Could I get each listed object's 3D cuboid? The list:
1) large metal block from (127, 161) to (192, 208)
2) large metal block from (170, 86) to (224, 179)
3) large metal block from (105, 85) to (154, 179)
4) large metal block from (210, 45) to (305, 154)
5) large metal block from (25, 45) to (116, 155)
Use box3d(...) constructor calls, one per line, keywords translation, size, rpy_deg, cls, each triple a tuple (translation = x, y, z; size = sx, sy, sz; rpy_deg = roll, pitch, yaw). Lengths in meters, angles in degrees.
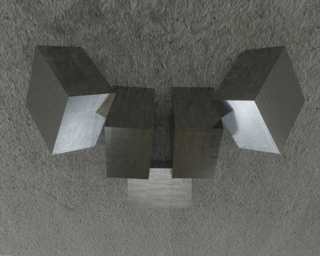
box3d(translation=(-0.001, 0.075, 0.428), size=(0.081, 0.080, 0.050), rpy_deg=(1, 91, -1), cls="large metal block")
box3d(translation=(0.040, 0.005, 0.378), size=(0.050, 0.080, 0.079), rpy_deg=(1, 130, -1), cls="large metal block")
box3d(translation=(-0.035, 0.005, 0.376), size=(0.050, 0.080, 0.079), rpy_deg=(4, 130, -4), cls="large metal block")
box3d(translation=(0.111, -0.031, 0.340), size=(0.050, 0.080, 0.080), rpy_deg=(6, 143, 46), cls="large metal block")
box3d(translation=(-0.100, -0.031, 0.333), size=(0.050, 0.080, 0.079), rpy_deg=(-11, 142, -41), cls="large metal block")
